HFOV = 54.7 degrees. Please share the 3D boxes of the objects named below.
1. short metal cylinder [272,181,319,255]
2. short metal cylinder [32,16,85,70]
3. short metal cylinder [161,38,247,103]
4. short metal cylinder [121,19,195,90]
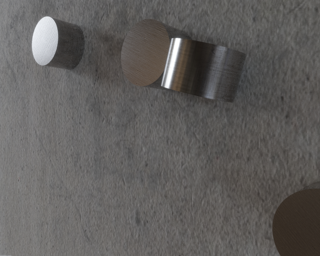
[{"bbox_3d":[0.146,0.089,0.267,0.080,0.050,0.079,0,90,39],"label":"short metal cylinder"},{"bbox_3d":[-0.174,-0.143,0.529,0.080,0.050,0.079,0,90,39],"label":"short metal cylinder"},{"bbox_3d":[0.046,-0.061,0.330,0.080,0.081,0.050,21,103,37],"label":"short metal cylinder"},{"bbox_3d":[-0.003,-0.090,0.389,0.080,0.050,0.079,0,90,40],"label":"short metal cylinder"}]
